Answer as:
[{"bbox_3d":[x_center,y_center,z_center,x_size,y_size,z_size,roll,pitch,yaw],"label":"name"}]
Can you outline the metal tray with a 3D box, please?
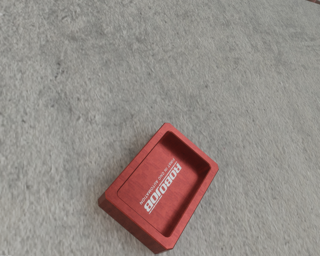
[{"bbox_3d":[0.004,0.064,0.362,0.090,0.030,0.131,41,51,0],"label":"metal tray"}]
